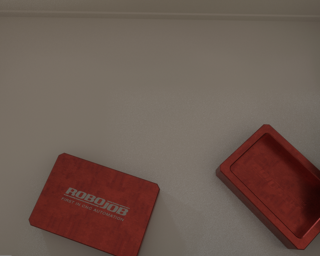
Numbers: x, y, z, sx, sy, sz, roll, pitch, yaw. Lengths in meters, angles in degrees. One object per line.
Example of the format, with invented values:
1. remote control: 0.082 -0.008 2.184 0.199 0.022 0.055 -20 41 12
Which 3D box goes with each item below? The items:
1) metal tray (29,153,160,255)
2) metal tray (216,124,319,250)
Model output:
1. metal tray: -0.075 0.093 0.372 0.131 0.030 0.090 18 71 6
2. metal tray: 0.146 0.070 0.383 0.090 0.030 0.130 -40 75 -14
